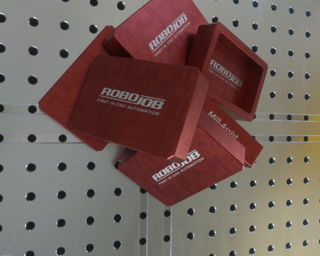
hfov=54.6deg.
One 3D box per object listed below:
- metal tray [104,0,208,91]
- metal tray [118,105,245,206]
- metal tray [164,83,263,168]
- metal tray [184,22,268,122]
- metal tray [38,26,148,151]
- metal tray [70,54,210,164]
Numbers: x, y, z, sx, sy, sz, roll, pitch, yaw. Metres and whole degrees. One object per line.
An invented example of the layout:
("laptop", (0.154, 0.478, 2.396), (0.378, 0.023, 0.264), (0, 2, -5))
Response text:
("metal tray", (0.005, -0.114, 0.391), (0.090, 0.030, 0.130), (49, 61, -17))
("metal tray", (0.023, 0.038, 0.370), (0.090, 0.129, 0.030), (40, 39, -16))
("metal tray", (0.057, -0.003, 0.398), (0.130, 0.090, 0.030), (40, 77, -16))
("metal tray", (0.091, -0.070, 0.417), (0.131, 0.030, 0.090), (22, 82, -41))
("metal tray", (-0.072, -0.048, 0.383), (0.090, 0.030, 0.130), (41, 77, -17))
("metal tray", (-0.024, -0.024, 0.323), (0.030, 0.130, 0.090), (30, 76, -61))
